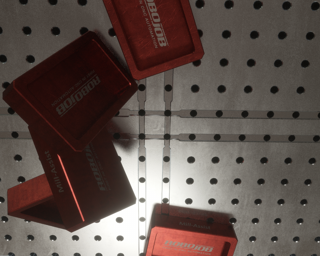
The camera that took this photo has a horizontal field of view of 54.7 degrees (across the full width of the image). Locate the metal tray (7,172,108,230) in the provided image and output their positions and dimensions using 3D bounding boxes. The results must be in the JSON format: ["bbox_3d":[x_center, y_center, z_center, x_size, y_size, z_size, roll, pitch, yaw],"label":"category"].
[{"bbox_3d":[-0.116,0.095,0.403,0.090,0.030,0.130,-24,149,8],"label":"metal tray"}]

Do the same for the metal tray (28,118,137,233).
[{"bbox_3d":[-0.088,0.043,0.363,0.030,0.091,0.130,-31,77,29],"label":"metal tray"}]

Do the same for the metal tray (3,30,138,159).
[{"bbox_3d":[-0.089,-0.041,0.343,0.030,0.130,0.090,-25,112,42],"label":"metal tray"}]

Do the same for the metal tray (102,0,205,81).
[{"bbox_3d":[-0.010,-0.131,0.362,0.090,0.030,0.129,-18,109,6],"label":"metal tray"}]

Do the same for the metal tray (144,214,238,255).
[{"bbox_3d":[0.044,0.188,0.480,0.131,0.030,0.089,10,110,-4],"label":"metal tray"}]
